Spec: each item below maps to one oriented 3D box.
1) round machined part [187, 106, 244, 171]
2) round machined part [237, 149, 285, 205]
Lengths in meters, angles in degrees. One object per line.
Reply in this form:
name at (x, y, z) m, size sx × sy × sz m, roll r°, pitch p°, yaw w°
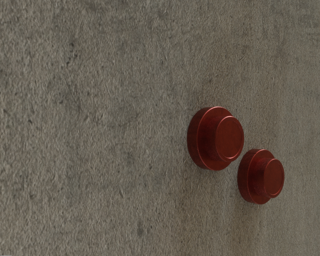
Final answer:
round machined part at (0.090, 0.016, 0.469) m, size 0.099 × 0.042 × 0.097 m, roll 0°, pitch 90°, yaw -40°
round machined part at (0.184, 0.086, 0.548) m, size 0.099 × 0.042 × 0.097 m, roll 0°, pitch 90°, yaw -40°
